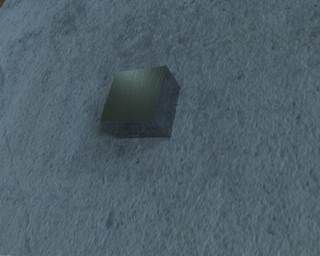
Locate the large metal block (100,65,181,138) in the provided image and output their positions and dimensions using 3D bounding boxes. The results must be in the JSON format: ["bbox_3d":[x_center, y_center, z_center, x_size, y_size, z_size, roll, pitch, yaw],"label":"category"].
[{"bbox_3d":[-0.025,-0.033,0.422,0.080,0.050,0.080,-2,61,27],"label":"large metal block"}]
